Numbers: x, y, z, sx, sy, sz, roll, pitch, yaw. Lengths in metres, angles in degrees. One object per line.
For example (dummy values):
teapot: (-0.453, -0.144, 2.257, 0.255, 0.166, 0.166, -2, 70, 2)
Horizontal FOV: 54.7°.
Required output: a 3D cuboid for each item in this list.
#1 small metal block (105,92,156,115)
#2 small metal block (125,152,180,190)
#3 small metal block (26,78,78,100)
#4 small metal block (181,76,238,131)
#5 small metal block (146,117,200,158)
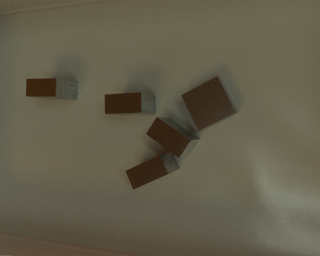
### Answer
small metal block: (-0.038, -0.031, 0.410, 0.050, 0.050, 0.025, -1, 90, 19)
small metal block: (-0.008, 0.054, 0.399, 0.050, 0.050, 0.025, -27, 82, 18)
small metal block: (-0.156, -0.056, 0.451, 0.050, 0.050, 0.025, 2, 91, 19)
small metal block: (0.062, -0.029, 0.388, 0.050, 0.025, 0.050, -27, 81, 17)
small metal block: (0.018, 0.011, 0.390, 0.050, 0.050, 0.025, 35, 101, 16)
